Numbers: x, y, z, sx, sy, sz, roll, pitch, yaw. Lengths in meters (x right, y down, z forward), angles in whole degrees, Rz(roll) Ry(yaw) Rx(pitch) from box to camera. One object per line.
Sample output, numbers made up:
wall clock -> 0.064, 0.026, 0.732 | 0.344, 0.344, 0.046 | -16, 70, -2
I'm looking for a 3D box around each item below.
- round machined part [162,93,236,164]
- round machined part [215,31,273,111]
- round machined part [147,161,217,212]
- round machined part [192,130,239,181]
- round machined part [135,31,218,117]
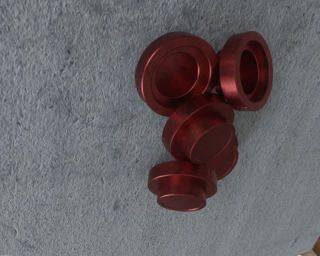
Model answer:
round machined part -> 0.055, 0.007, 0.391 | 0.099, 0.042, 0.097 | -22, 140, -20
round machined part -> 0.102, -0.070, 0.394 | 0.099, 0.042, 0.097 | -3, 94, -46
round machined part -> 0.031, 0.087, 0.437 | 0.099, 0.042, 0.098 | 4, 147, 3
round machined part -> 0.079, 0.042, 0.468 | 0.099, 0.042, 0.097 | -14, 125, -21
round machined part -> 0.016, -0.065, 0.367 | 0.099, 0.042, 0.097 | -14, 125, -21
